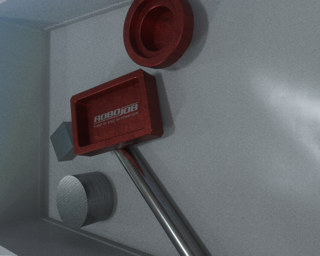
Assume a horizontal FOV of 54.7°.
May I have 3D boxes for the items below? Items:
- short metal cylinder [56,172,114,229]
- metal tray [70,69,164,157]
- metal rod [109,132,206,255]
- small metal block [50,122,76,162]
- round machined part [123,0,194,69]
[{"bbox_3d":[-0.118,0.111,0.485,0.080,0.050,0.079,0,90,39],"label":"short metal cylinder"},{"bbox_3d":[-0.064,-0.018,0.430,0.130,0.030,0.090,-16,73,26],"label":"metal tray"},{"bbox_3d":[-0.034,0.057,0.432,0.025,0.025,0.300,-52,60,27],"label":"metal rod"},{"bbox_3d":[-0.160,0.024,0.536,0.050,0.025,0.050,-40,66,32],"label":"small metal block"},{"bbox_3d":[0.002,-0.123,0.392,0.098,0.042,0.097,0,90,39],"label":"round machined part"}]
